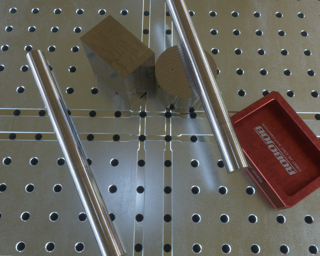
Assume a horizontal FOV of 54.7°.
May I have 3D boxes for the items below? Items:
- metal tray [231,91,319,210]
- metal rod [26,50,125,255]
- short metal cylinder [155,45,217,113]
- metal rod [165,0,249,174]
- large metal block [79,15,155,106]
[{"bbox_3d":[0.152,0.026,0.401,0.090,0.030,0.130,-31,73,-11],"label":"metal tray"},{"bbox_3d":[-0.116,0.023,0.402,0.025,0.025,0.299,-24,72,-9],"label":"metal rod"},{"bbox_3d":[0.034,-0.066,0.423,0.081,0.050,0.080,0,70,0],"label":"short metal cylinder"},{"bbox_3d":[0.046,-0.088,0.391,0.025,0.025,0.299,-15,71,-6],"label":"metal rod"},{"bbox_3d":[-0.052,-0.087,0.414,0.080,0.080,0.050,43,76,14],"label":"large metal block"}]
